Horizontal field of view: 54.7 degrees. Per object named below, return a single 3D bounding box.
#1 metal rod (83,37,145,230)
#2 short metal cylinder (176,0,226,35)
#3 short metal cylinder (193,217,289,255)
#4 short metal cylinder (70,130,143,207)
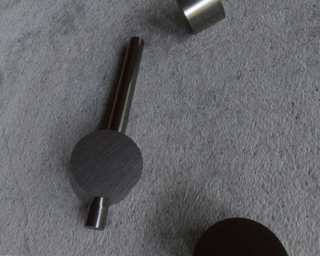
[{"bbox_3d":[-0.058,-0.011,0.440,0.025,0.025,0.300,-5,59,25],"label":"metal rod"},{"bbox_3d":[0.054,-0.184,0.453,0.050,0.080,0.080,-28,52,11],"label":"short metal cylinder"},{"bbox_3d":[0.074,0.125,0.272,0.080,0.050,0.080,-13,56,21],"label":"short metal cylinder"},{"bbox_3d":[-0.065,0.048,0.367,0.081,0.050,0.080,7,64,-14],"label":"short metal cylinder"}]
